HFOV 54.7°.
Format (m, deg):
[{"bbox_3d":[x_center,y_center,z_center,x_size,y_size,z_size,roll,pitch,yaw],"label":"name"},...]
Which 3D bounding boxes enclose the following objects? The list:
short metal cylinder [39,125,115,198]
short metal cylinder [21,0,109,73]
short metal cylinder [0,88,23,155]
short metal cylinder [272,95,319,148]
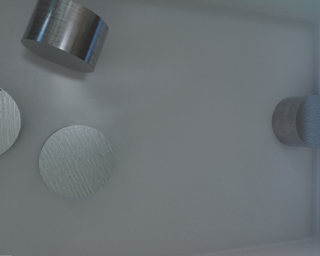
[{"bbox_3d":[-0.098,0.036,0.362,0.081,0.050,0.079,0,90,-21],"label":"short metal cylinder"},{"bbox_3d":[-0.104,-0.101,0.343,0.080,0.080,0.050,21,83,-19],"label":"short metal cylinder"},{"bbox_3d":[-0.190,-0.007,0.327,0.081,0.050,0.079,0,90,-21],"label":"short metal cylinder"},{"bbox_3d":[0.224,-0.010,0.482,0.081,0.050,0.079,0,90,-21],"label":"short metal cylinder"}]
